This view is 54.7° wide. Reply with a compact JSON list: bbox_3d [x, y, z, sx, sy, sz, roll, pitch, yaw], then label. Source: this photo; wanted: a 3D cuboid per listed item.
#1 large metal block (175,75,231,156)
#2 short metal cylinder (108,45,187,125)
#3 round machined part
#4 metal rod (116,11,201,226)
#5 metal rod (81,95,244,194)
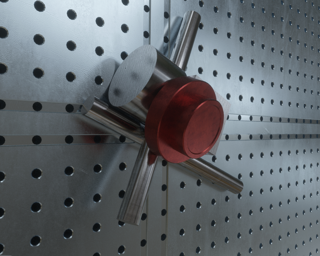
[{"bbox_3d":[0.045,-0.015,0.428,0.080,0.050,0.080,32,70,-36],"label":"large metal block"},{"bbox_3d":[-0.015,-0.049,0.362,0.050,0.080,0.080,32,70,-36],"label":"short metal cylinder"},{"bbox_3d":[0.034,-0.005,0.343,0.099,0.042,0.097,-24,127,-37],"label":"round machined part"},{"bbox_3d":[0.006,-0.030,0.391,0.025,0.025,0.300,35,61,-35],"label":"metal rod"},{"bbox_3d":[0.025,0.037,0.431,0.301,0.025,0.025,31,71,-36],"label":"metal rod"}]
